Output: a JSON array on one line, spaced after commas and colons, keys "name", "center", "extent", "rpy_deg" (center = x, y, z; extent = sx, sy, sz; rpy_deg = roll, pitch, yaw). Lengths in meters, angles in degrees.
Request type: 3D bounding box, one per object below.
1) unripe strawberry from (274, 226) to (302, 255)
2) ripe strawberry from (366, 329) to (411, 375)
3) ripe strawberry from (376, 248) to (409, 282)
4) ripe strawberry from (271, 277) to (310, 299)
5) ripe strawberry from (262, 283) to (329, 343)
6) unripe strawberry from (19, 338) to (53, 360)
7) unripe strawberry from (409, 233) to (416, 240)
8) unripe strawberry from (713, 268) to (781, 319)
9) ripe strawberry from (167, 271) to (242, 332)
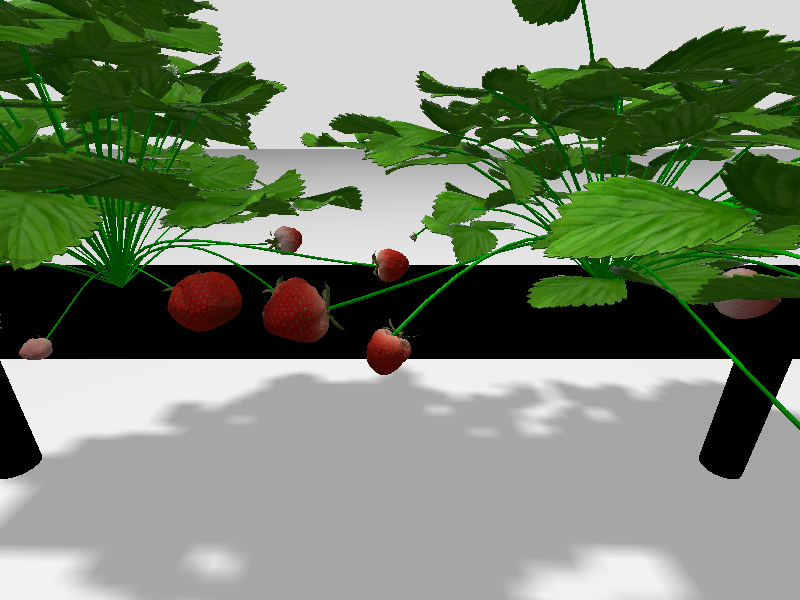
[{"name": "unripe strawberry", "center": [-0.130, -0.070, 0.468], "extent": [0.033, 0.034, 0.030], "rpy_deg": [-17, 28, -37]}, {"name": "ripe strawberry", "center": [-0.008, 0.031, 0.238], "extent": [0.025, 0.026, 0.028], "rpy_deg": [34, -4, -41]}, {"name": "ripe strawberry", "center": [-0.007, -0.033, 0.381], "extent": [0.031, 0.033, 0.029], "rpy_deg": [-1, 23, -3]}, {"name": "ripe strawberry", "center": [-0.077, 0.001, 0.300], "extent": [0.033, 0.033, 0.036], "rpy_deg": [15, 26, 18]}, {"name": "ripe strawberry", "center": [-0.071, 0.009, 0.268], "extent": [0.041, 0.041, 0.045], "rpy_deg": [-9, 24, -20]}, {"name": "unripe strawberry", "center": [-0.227, 0.031, 0.250], "extent": [0.016, 0.014, 0.015], "rpy_deg": [-5, 24, -13]}, {"name": "unripe strawberry", "center": [0.018, -0.087, 0.546], "extent": [0.011, 0.010, 0.010], "rpy_deg": [-19, 29, -39]}, {"name": "unripe strawberry", "center": [0.269, -0.004, 0.310], "extent": [0.040, 0.039, 0.037], "rpy_deg": [18, 28, 35]}, {"name": "ripe strawberry", "center": [-0.135, 0.003, 0.282], "extent": [0.043, 0.043, 0.047], "rpy_deg": [16, 27, 32]}]
